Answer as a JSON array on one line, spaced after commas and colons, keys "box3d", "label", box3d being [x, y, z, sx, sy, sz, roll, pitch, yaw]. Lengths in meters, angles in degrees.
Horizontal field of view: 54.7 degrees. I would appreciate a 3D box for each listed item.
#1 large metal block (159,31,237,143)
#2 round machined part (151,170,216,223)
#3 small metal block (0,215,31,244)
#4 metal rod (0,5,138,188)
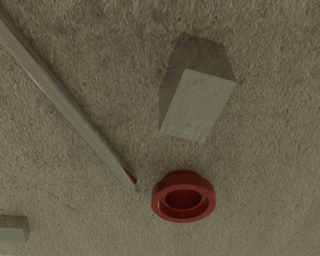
[{"box3d": [0.035, -0.044, 0.334, 0.050, 0.080, 0.079, 13, 129, -11], "label": "large metal block"}, {"box3d": [0.036, 0.103, 0.484, 0.099, 0.042, 0.097, 0, 130, 0], "label": "round machined part"}, {"box3d": [-0.267, 0.183, 0.561, 0.050, 0.025, 0.050, 6, 130, -5], "label": "small metal block"}, {"box3d": [-0.110, -0.020, 0.388, 0.025, 0.025, 0.299, -20, 128, 16], "label": "metal rod"}]
